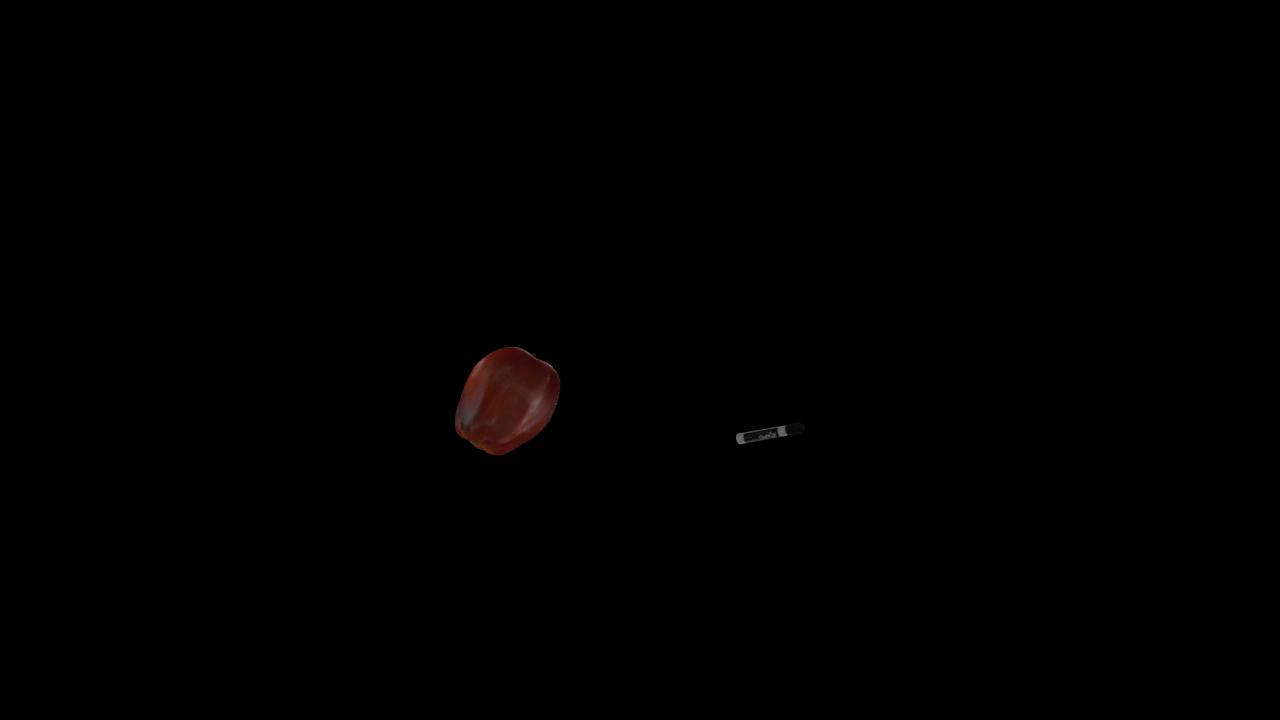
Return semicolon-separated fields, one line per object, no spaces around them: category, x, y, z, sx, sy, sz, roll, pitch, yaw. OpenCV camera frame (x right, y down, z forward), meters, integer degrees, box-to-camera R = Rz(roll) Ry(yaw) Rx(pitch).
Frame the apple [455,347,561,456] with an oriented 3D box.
apple;-0.110;0.033;0.514;0.079;0.093;0.079;25;-24;12

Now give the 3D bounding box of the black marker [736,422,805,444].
black marker;0.209;0.118;0.990;0.121;0.020;0.020;-18;-12;40
